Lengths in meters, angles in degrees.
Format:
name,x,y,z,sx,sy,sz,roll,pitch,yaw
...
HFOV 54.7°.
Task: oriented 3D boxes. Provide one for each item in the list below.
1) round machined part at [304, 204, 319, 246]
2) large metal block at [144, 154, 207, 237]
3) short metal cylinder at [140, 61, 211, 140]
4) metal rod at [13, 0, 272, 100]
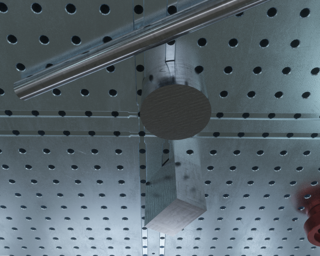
name,x,y,z,sx,sy,sz,roll,pitch,yaw
round machined part,0.305,0.167,0.548,0.099,0.042,0.097,-1,130,0
large metal block,0.020,0.101,0.462,0.050,0.080,0.080,27,125,-21
short metal cylinder,0.018,-0.032,0.369,0.081,0.050,0.079,0,130,0
metal rod,-0.028,-0.091,0.333,0.301,0.025,0.025,-19,128,14
